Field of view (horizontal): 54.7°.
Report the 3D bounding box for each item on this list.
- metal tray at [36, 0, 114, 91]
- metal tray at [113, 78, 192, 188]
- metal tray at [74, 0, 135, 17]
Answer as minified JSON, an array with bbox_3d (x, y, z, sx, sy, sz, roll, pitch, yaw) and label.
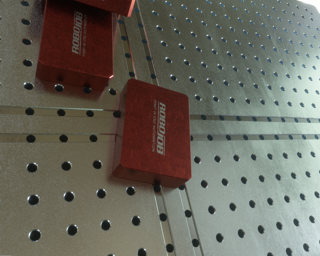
[{"bbox_3d":[-0.112,-0.118,0.418,0.091,0.030,0.130,9,58,-24],"label":"metal tray"},{"bbox_3d":[-0.007,0.005,0.399,0.091,0.030,0.130,15,56,-20],"label":"metal tray"},{"bbox_3d":[-0.106,-0.202,0.444,0.131,0.030,0.090,11,29,-21],"label":"metal tray"}]
